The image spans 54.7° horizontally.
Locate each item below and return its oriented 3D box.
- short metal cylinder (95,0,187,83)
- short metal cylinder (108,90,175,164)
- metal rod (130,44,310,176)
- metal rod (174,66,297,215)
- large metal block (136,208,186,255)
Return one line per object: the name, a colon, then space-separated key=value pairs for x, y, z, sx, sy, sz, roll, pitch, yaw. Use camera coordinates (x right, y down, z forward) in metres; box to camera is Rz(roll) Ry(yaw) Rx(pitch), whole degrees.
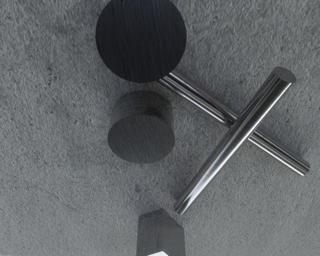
short metal cylinder: x=-0.018 y=-0.087 z=0.298 sx=0.081 sy=0.050 sz=0.079 roll=-1 pitch=106 yaw=-4
short metal cylinder: x=-0.022 y=-0.001 z=0.390 sx=0.081 sy=0.050 sz=0.079 roll=0 pitch=130 yaw=0
metal rod: x=0.093 y=-0.011 z=0.398 sx=0.301 sy=0.025 sz=0.025 roll=31 pitch=124 yaw=-24
metal rod: x=0.080 y=0.041 z=0.416 sx=0.025 sy=0.025 sz=0.298 roll=14 pitch=137 yaw=-12
large metal block: x=0.003 y=0.202 z=0.543 sx=0.050 sy=0.080 sz=0.080 roll=-25 pitch=126 yaw=19
